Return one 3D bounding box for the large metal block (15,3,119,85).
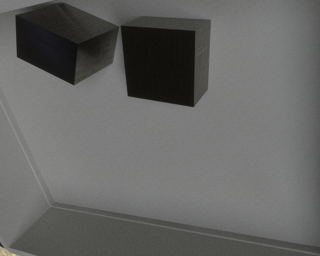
[{"bbox_3d":[-0.107,-0.102,0.366,0.080,0.080,0.050,27,128,11],"label":"large metal block"}]

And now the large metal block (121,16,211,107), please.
[{"bbox_3d":[0.008,-0.075,0.342,0.080,0.050,0.079,11,123,22],"label":"large metal block"}]
